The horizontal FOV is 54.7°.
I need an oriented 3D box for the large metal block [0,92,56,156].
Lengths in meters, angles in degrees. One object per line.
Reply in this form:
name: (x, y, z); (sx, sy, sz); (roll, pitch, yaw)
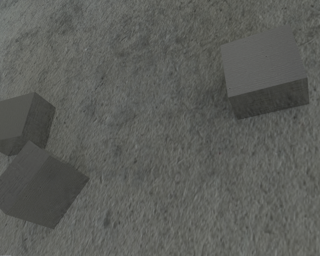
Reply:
large metal block: (-0.228, -0.005, 0.508); (0.080, 0.050, 0.080); (-10, 57, 22)

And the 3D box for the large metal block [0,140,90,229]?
large metal block: (-0.153, 0.075, 0.401); (0.050, 0.080, 0.080); (25, 75, 36)

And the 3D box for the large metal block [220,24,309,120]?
large metal block: (0.121, -0.064, 0.363); (0.080, 0.050, 0.080); (-13, 56, 20)
